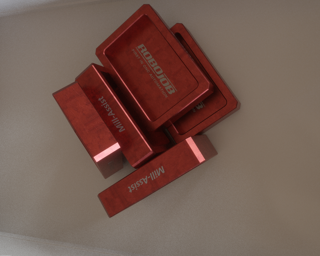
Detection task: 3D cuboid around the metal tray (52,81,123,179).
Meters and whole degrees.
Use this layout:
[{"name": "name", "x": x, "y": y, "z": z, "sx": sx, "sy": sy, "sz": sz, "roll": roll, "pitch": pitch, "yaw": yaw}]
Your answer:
[{"name": "metal tray", "x": -0.083, "y": 0.010, "z": 0.383, "sx": 0.030, "sy": 0.130, "sz": 0.090, "roll": -33, "pitch": 78, "yaw": -14}]

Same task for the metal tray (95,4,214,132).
[{"name": "metal tray", "x": -0.008, "y": -0.071, "z": 0.376, "sx": 0.090, "sy": 0.030, "sz": 0.130, "roll": -38, "pitch": 78, "yaw": 16}]

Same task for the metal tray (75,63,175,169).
[{"name": "metal tray", "x": -0.039, "y": -0.015, "z": 0.386, "sx": 0.030, "sy": 0.090, "sz": 0.130, "roll": -39, "pitch": 78, "yaw": 16}]

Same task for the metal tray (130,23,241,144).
[{"name": "metal tray", "x": 0.029, "y": -0.055, "z": 0.397, "sx": 0.090, "sy": 0.030, "sz": 0.130, "roll": -36, "pitch": 78, "yaw": 17}]

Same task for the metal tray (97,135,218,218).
[{"name": "metal tray", "x": 0.001, "y": 0.055, "z": 0.373, "sx": 0.130, "sy": 0.090, "sz": 0.030, "roll": -34, "pitch": 79, "yaw": 16}]
